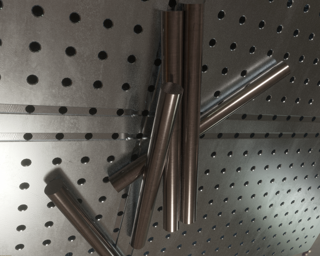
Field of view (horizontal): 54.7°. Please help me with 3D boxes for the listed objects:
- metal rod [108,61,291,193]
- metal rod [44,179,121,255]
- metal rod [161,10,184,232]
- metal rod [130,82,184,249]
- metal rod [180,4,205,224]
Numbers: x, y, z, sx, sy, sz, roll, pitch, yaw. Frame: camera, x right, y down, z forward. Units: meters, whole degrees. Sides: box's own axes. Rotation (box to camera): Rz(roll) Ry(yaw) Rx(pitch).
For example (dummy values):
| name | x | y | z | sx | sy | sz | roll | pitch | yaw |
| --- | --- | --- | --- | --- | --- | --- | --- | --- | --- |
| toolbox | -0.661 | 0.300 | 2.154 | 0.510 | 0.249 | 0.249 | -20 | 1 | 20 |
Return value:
| name | x | y | z | sx | sy | sz | roll | pitch | yaw |
| --- | --- | --- | --- | --- | --- | --- | --- | --- | --- |
| metal rod | 0.060 | -0.005 | 0.442 | 0.301 | 0.025 | 0.025 | -34 | 129 | -6 |
| metal rod | -0.088 | 0.182 | 0.477 | 0.025 | 0.025 | 0.299 | -30 | 129 | -10 |
| metal rod | 0.015 | 0.008 | 0.399 | 0.025 | 0.025 | 0.298 | -11 | 115 | -23 |
| metal rod | -0.012 | 0.073 | 0.420 | 0.025 | 0.025 | 0.298 | -8 | 132 | -25 |
| metal rod | 0.039 | -0.002 | 0.405 | 0.025 | 0.025 | 0.298 | -11 | 115 | -23 |
